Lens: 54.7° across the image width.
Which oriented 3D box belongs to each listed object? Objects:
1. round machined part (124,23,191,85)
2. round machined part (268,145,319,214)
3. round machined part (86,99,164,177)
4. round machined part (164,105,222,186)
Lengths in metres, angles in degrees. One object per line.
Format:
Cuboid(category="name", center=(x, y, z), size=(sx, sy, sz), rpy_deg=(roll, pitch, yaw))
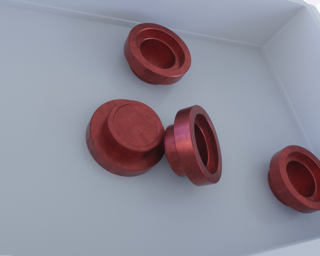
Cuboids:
Cuboid(category="round machined part", center=(-0.007, -0.103, 0.455), size=(0.099, 0.042, 0.098), rpy_deg=(14, 56, -21))
Cuboid(category="round machined part", center=(0.201, 0.078, 0.458), size=(0.099, 0.042, 0.098), rpy_deg=(14, 56, -21))
Cuboid(category="round machined part", center=(-0.036, 0.006, 0.373), size=(0.099, 0.042, 0.098), rpy_deg=(14, 56, -21))
Cuboid(category="round machined part", center=(0.039, 0.024, 0.384), size=(0.098, 0.042, 0.098), rpy_deg=(41, 41, -49))
